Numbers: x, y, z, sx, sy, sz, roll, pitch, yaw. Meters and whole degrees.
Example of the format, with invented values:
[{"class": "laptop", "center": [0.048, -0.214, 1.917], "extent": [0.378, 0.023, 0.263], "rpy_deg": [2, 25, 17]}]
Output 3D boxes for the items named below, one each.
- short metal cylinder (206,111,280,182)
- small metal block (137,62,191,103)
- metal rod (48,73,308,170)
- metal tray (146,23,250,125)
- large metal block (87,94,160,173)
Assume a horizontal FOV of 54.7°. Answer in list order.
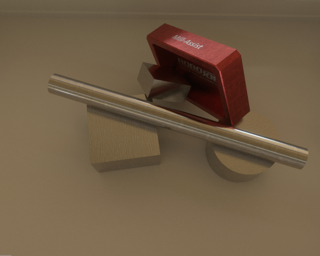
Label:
[{"class": "short metal cylinder", "center": [0.101, 0.024, 0.387], "extent": [0.081, 0.050, 0.080], "rpy_deg": [0, 70, 0]}, {"class": "small metal block", "center": [0.004, -0.058, 0.394], "extent": [0.050, 0.025, 0.050], "rpy_deg": [6, 32, -26]}, {"class": "metal rod", "center": [0.015, -0.010, 0.358], "extent": [0.301, 0.025, 0.025], "rpy_deg": [17, 71, 5]}, {"class": "metal tray", "center": [0.044, -0.066, 0.372], "extent": [0.030, 0.090, 0.130], "rpy_deg": [-39, 45, -14]}, {"class": "large metal block", "center": [-0.045, 0.007, 0.392], "extent": [0.081, 0.050, 0.080], "rpy_deg": [-7, 70, -3]}]
